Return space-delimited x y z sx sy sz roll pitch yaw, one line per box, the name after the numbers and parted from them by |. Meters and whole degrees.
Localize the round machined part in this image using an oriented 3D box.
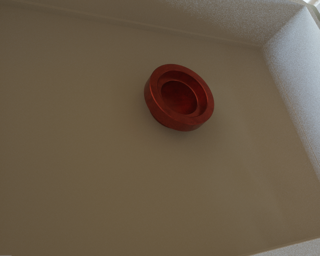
0.023 -0.038 0.432 0.099 0.042 0.098 14 56 -21 | round machined part
